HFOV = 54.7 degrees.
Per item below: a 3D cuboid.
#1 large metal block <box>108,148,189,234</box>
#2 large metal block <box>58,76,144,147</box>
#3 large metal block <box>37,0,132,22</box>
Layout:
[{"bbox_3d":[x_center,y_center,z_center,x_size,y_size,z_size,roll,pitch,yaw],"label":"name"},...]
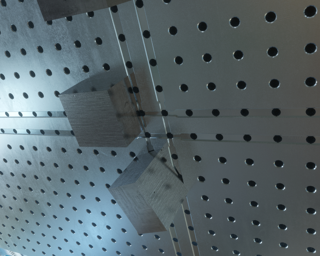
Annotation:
[{"bbox_3d":[-0.013,0.088,0.436,0.050,0.080,0.080,-20,108,35],"label":"large metal block"},{"bbox_3d":[-0.078,-0.021,0.421,0.080,0.050,0.080,-1,118,28],"label":"large metal block"},{"bbox_3d":[-0.072,-0.150,0.319,0.080,0.080,0.050,0,118,28],"label":"large metal block"}]
